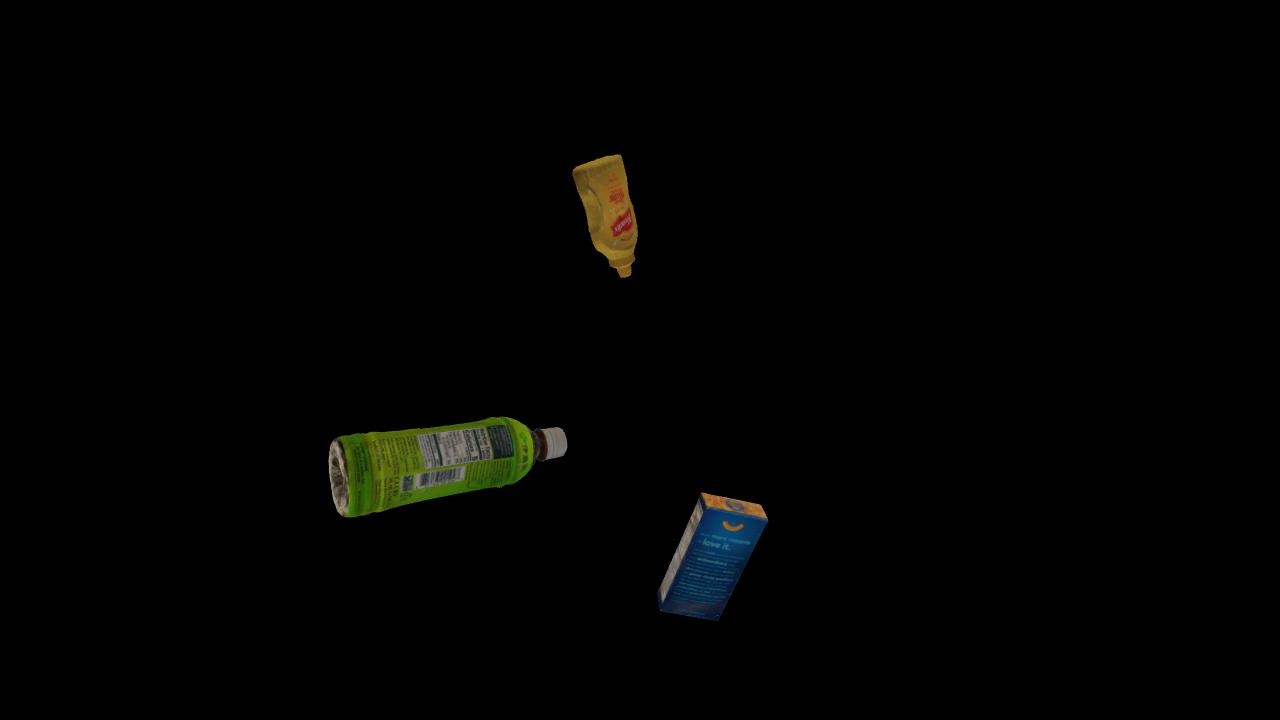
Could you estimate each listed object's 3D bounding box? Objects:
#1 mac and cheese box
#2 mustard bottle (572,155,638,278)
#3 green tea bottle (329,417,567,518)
[{"bbox_3d":[0.097,0.273,0.847,0.093,0.184,0.041,15,21,-13],"label":"mac and cheese box"},{"bbox_3d":[-0.044,-0.215,0.951,0.054,0.184,0.092,3,29,35],"label":"mustard bottle"},{"bbox_3d":[-0.166,0.091,0.568,0.212,0.073,0.073,-3,2,-35],"label":"green tea bottle"}]
